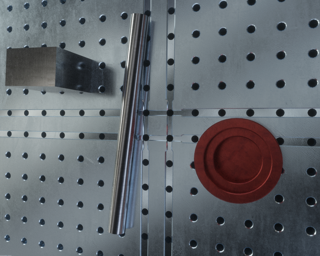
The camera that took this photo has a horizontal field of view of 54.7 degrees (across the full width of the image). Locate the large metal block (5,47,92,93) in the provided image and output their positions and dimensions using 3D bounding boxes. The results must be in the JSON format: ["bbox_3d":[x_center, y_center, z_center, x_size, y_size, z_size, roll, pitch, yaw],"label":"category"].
[{"bbox_3d":[-0.154,-0.079,0.438,0.080,0.080,0.050,3,91,20],"label":"large metal block"}]

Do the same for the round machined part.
[{"bbox_3d":[0.094,0.037,0.370,0.098,0.042,0.097,0,90,20],"label":"round machined part"}]

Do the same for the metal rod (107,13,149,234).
[{"bbox_3d":[-0.044,-0.004,0.428,0.025,0.025,0.298,7,92,20],"label":"metal rod"}]
